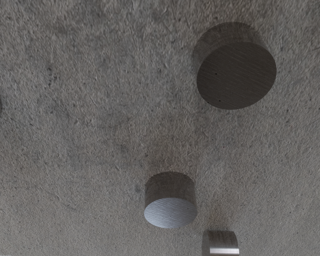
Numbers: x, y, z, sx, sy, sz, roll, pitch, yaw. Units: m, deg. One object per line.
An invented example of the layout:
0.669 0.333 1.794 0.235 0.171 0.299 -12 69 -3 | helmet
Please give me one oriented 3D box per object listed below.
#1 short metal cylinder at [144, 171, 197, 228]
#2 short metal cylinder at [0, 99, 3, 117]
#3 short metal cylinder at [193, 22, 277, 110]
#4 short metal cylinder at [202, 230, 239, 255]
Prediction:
0.016 0.114 0.488 0.081 0.050 0.079 0 130 0 | short metal cylinder
-0.241 -0.019 0.372 0.081 0.050 0.079 0 130 0 | short metal cylinder
0.078 -0.066 0.335 0.081 0.050 0.079 0 130 0 | short metal cylinder
0.109 0.230 0.568 0.050 0.080 0.079 2 130 -2 | short metal cylinder
